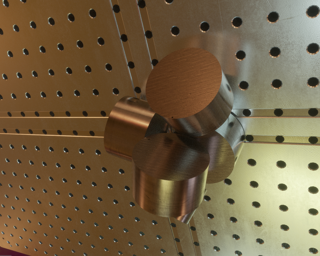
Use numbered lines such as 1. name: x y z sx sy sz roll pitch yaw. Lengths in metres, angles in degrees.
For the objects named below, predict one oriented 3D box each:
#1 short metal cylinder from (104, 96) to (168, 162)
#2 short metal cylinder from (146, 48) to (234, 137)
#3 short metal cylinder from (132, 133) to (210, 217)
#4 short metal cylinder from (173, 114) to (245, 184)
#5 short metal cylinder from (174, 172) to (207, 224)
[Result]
1. short metal cylinder: -0.027 0.004 0.392 0.050 0.080 0.079 17 125 18
2. short metal cylinder: 0.032 -0.037 0.327 0.080 0.080 0.050 2 159 27
3. short metal cylinder: 0.010 0.048 0.334 0.080 0.080 0.050 16 125 19
4. short metal cylinder: 0.057 0.020 0.376 0.080 0.050 0.079 13 123 21
5. short metal cylinder: 0.015 0.084 0.412 0.080 0.050 0.080 31 171 6
